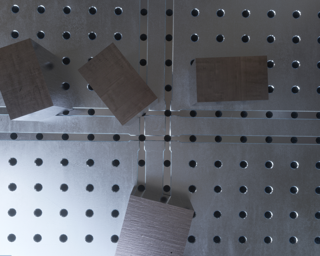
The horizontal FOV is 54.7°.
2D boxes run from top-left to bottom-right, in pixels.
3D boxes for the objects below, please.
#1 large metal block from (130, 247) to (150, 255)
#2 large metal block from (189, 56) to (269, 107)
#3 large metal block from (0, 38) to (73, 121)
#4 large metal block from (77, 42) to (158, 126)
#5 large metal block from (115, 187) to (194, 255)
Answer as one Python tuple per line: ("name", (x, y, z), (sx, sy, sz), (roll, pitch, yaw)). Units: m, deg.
("large metal block", (-0.020, 0.218, 0.401), (0.080, 0.050, 0.080), (30, 90, -1))
("large metal block", (0.081, -0.055, 0.387), (0.081, 0.080, 0.050), (-2, 90, -1))
("large metal block", (-0.155, -0.055, 0.384), (0.050, 0.080, 0.080), (-19, 90, 0))
("large metal block", (-0.047, -0.049, 0.385), (0.050, 0.080, 0.080), (-39, 91, 0))
("large metal block", (-0.007, 0.129, 0.401), (0.080, 0.050, 0.080), (14, 90, -1))
